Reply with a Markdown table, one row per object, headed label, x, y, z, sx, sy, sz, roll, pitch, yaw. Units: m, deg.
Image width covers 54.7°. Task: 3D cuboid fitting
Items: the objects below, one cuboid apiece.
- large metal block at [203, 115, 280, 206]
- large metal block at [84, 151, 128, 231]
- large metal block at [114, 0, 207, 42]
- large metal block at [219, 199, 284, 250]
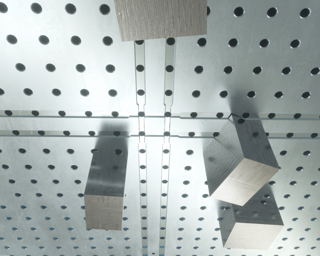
| label | x | y | z | sx | sy | sz | roll | pitch | yaw |
| --- | --- | --- | --- | --- | --- | --- | --- | --- | --- |
| large metal block | 0.103 | 0.043 | 0.414 | 0.050 | 0.080 | 0.079 | 18 | 128 | -15 |
| large metal block | -0.077 | 0.091 | 0.452 | 0.050 | 0.080 | 0.079 | 5 | 130 | -5 |
| large metal block | 0.000 | -0.131 | 0.284 | 0.080 | 0.050 | 0.080 | -4 | 130 | 3 |
| large metal block | 0.156 | 0.168 | 0.541 | 0.081 | 0.050 | 0.079 | 5 | 130 | -5 |
